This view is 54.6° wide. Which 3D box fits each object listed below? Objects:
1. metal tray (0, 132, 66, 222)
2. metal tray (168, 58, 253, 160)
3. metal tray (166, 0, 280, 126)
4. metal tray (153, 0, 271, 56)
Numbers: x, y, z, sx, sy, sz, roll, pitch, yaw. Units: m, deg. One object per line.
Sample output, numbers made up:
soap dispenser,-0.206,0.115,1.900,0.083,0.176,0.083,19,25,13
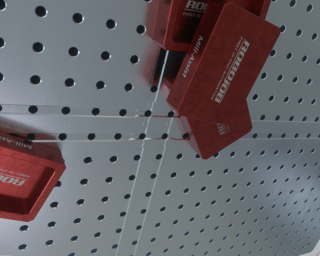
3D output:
metal tray,-0.184,0.050,0.338,0.131,0.030,0.090,25,105,-37
metal tray,0.074,-0.027,0.431,0.090,0.030,0.130,-32,129,-8
metal tray,0.073,-0.071,0.364,0.091,0.030,0.129,10,113,-33
metal tray,0.063,-0.133,0.358,0.131,0.030,0.089,-3,120,-27
